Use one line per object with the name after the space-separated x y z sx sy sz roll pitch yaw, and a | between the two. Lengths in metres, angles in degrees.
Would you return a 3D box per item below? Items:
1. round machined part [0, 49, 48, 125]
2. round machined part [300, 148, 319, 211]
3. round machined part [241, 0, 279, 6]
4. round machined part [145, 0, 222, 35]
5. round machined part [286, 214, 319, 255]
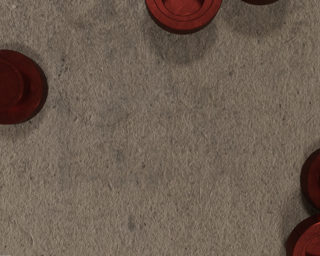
-0.201 -0.053 0.399 0.099 0.042 0.097 0 90 -1 | round machined part
0.242 0.071 0.405 0.099 0.042 0.097 0 90 -1 | round machined part
0.130 -0.208 0.403 0.099 0.042 0.097 0 90 -1 | round machined part
0.029 -0.169 0.402 0.099 0.042 0.097 0 90 -1 | round machined part
0.212 0.156 0.400 0.099 0.042 0.097 0 98 2 | round machined part
